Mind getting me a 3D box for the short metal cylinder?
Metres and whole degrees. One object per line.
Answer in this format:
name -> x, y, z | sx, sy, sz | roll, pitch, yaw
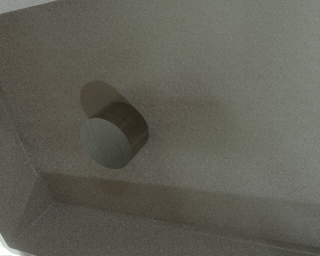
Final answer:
short metal cylinder -> -0.063, 0.010, 0.433 | 0.080, 0.050, 0.080 | 13, 124, 21
